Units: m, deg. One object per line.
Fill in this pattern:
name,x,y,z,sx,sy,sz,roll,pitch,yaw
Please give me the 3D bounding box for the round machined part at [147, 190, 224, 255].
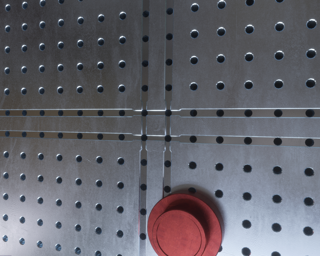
round machined part,0.029,0.132,0.393,0.098,0.042,0.097,0,90,19
